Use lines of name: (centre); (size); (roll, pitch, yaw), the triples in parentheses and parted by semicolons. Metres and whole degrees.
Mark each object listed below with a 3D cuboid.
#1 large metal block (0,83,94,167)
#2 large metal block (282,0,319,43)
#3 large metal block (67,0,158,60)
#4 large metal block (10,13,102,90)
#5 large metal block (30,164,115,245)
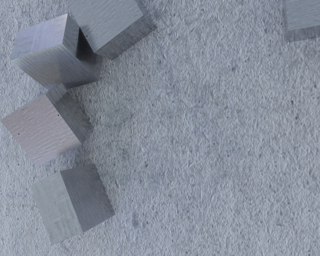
large metal block: (-0.155, -0.004, 0.434); (0.080, 0.050, 0.080); (-25, 109, 18)
large metal block: (0.176, -0.144, 0.333); (0.080, 0.050, 0.080); (-5, 88, 20)
large metal block: (-0.063, -0.152, 0.418); (0.080, 0.050, 0.080); (-32, 80, 17)
large metal block: (-0.137, -0.097, 0.421); (0.080, 0.080, 0.050); (-11, 61, 19)
large metal block: (-0.115, 0.099, 0.420); (0.050, 0.080, 0.080); (-26, 82, 18)
